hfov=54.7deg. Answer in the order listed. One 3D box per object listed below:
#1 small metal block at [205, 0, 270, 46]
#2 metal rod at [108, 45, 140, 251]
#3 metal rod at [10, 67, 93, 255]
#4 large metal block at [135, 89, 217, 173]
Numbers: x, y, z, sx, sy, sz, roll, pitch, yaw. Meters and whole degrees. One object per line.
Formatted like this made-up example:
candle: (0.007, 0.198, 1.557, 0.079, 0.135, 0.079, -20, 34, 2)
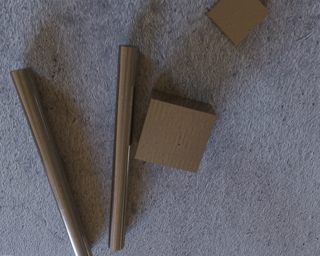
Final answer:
small metal block: (0.089, -0.134, 0.362, 0.050, 0.025, 0.050, 43, 104, -15)
metal rod: (-0.052, 0.041, 0.423, 0.025, 0.025, 0.298, 5, 110, -3)
metal rod: (-0.144, 0.066, 0.431, 0.025, 0.025, 0.298, -10, 110, 3)
large metal block: (0.018, 0.003, 0.398, 0.081, 0.050, 0.079, 14, 109, -6)
